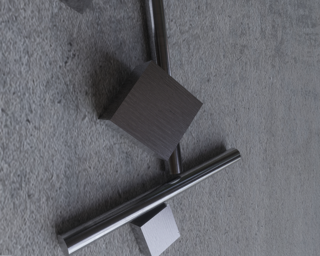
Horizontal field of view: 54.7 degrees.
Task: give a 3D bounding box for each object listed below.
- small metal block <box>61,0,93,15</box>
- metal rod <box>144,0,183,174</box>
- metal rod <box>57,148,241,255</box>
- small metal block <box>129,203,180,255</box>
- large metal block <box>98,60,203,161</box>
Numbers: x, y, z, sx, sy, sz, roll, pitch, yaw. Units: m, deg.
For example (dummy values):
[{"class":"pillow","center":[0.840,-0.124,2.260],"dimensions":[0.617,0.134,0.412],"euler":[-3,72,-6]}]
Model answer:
[{"class":"small metal block","center":[-0.077,-0.156,0.321],"dimensions":[0.025,0.050,0.050],"euler":[30,69,-11]},{"class":"metal rod","center":[0.001,-0.087,0.407],"dimensions":[0.025,0.025,0.298],"euler":[-12,98,-40]},{"class":"metal rod","center":[0.011,0.083,0.416],"dimensions":[0.302,0.025,0.025],"euler":[-19,103,-39]},{"class":"small metal block","center":[-0.006,0.132,0.402],"dimensions":[0.050,0.025,0.050],"euler":[-30,109,-36]},{"class":"large metal block","center":[-0.011,-0.019,0.363],"dimensions":[0.080,0.050,0.080],"euler":[37,77,-22]}]
